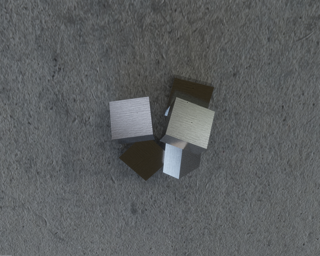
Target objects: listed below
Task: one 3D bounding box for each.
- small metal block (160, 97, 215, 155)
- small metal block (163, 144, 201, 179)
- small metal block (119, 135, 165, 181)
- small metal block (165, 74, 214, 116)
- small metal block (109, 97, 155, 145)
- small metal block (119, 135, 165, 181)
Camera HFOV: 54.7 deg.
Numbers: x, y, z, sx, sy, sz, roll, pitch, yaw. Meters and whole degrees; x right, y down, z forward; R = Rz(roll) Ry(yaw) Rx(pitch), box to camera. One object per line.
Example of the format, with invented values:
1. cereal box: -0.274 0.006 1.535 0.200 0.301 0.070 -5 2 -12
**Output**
1. small metal block: 0.033 -0.002 0.370 0.050 0.025 0.050 20 65 -8
2. small metal block: 0.031 0.032 0.408 0.025 0.050 0.050 19 114 34
3. small metal block: -0.019 0.035 0.424 0.050 0.025 0.050 -43 105 14
4. small metal block: 0.036 -0.037 0.398 0.050 0.025 0.050 13 110 -5
5. small metal block: -0.035 -0.009 0.394 0.050 0.025 0.050 -7 72 2
6. small metal block: -0.019 0.035 0.424 0.050 0.025 0.050 -43 105 14
